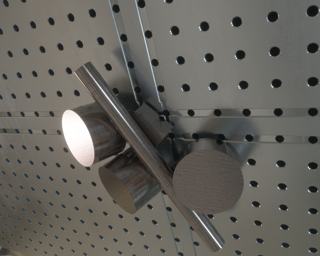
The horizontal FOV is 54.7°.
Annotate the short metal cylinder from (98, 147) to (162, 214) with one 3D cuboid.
[{"bbox_3d":[-0.042,0.074,0.441,0.080,0.050,0.079,35,144,30],"label":"short metal cylinder"}]

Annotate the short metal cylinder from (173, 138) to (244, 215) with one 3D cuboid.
[{"bbox_3d":[0.059,0.057,0.378,0.080,0.050,0.079,2,103,9],"label":"short metal cylinder"}]

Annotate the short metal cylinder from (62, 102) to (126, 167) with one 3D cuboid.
[{"bbox_3d":[-0.091,0.006,0.424,0.080,0.050,0.079,26,127,40],"label":"short metal cylinder"}]

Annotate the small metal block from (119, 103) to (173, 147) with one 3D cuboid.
[{"bbox_3d":[-0.019,0.003,0.418,0.050,0.025,0.050,40,129,1],"label":"small metal block"}]

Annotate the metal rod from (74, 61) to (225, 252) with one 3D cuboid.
[{"bbox_3d":[-0.008,0.044,0.405,0.025,0.025,0.299,-28,103,37],"label":"metal rod"}]

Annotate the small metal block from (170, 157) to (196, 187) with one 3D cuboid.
[{"bbox_3d":[0.032,0.070,0.433,0.050,0.025,0.050,42,129,-1],"label":"small metal block"}]
